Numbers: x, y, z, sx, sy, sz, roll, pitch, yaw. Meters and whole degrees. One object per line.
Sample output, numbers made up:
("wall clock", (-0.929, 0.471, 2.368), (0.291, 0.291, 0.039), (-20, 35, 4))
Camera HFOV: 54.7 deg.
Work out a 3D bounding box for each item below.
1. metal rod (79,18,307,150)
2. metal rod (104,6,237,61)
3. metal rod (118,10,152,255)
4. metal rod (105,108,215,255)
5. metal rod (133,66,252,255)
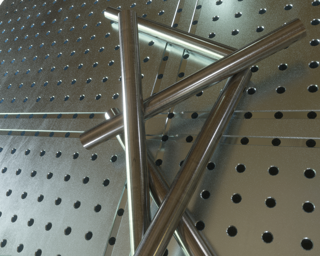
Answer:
("metal rod", (0.032, -0.049, 0.386), (0.301, 0.025, 0.025), (-27, 53, 11))
("metal rod", (0.005, -0.154, 0.498), (0.300, 0.025, 0.025), (33, 80, 37))
("metal rod", (-0.030, -0.003, 0.368), (0.025, 0.025, 0.299), (-11, 75, 22))
("metal rod", (0.001, 0.074, 0.360), (0.025, 0.025, 0.300), (-38, 51, 2))
("metal rod", (0.035, 0.046, 0.336), (0.025, 0.025, 0.300), (14, 61, 33))
